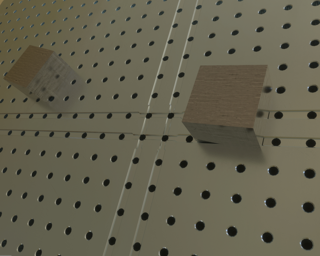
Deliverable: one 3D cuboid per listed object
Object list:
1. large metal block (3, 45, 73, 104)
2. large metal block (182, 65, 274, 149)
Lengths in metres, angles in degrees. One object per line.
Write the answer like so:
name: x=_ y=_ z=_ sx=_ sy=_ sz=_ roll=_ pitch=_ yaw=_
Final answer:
large metal block: x=-0.223 y=-0.100 z=0.568 sx=0.080 sy=0.050 sz=0.080 roll=20 pitch=72 yaw=35
large metal block: x=0.082 y=-0.027 z=0.365 sx=0.080 sy=0.050 sz=0.080 roll=6 pitch=65 yaw=30
